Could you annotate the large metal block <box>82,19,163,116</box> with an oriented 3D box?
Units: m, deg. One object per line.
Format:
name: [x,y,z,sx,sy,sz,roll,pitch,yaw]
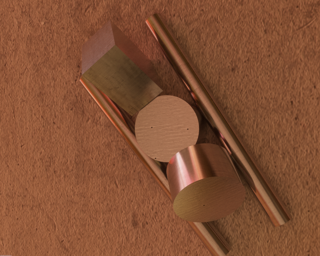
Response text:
large metal block: [-0.048,-0.075,0.381,0.050,0.080,0.080,-38,36,16]

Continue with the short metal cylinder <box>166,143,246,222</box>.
short metal cylinder: [0.051,0.064,0.356,0.080,0.080,0.050,-33,37,17]

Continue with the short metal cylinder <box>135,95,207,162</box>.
short metal cylinder: [0.016,0.001,0.391,0.080,0.050,0.080,0,90,20]

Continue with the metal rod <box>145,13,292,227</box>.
metal rod: [0.066,-0.018,0.386,0.025,0.025,0.299,-34,79,17]

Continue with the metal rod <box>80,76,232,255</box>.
metal rod: [-0.013,0.041,0.414,0.025,0.025,0.300,-42,77,15]
